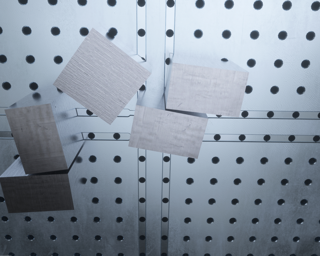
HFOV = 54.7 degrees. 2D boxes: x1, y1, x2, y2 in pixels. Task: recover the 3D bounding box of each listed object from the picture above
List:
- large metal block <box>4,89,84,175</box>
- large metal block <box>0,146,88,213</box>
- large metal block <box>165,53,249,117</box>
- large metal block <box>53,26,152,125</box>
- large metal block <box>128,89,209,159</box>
[{"bbox_3d":[-0.137,0.000,0.382,0.050,0.080,0.079,-8,110,2],"label":"large metal block"},{"bbox_3d":[-0.146,0.065,0.406,0.081,0.080,0.050,-3,110,1],"label":"large metal block"},{"bbox_3d":[0.049,-0.053,0.365,0.081,0.080,0.050,7,110,-3],"label":"large metal block"},{"bbox_3d":[-0.066,-0.064,0.375,0.080,0.050,0.080,37,106,-13],"label":"large metal block"},{"bbox_3d":[0.008,-0.009,0.381,0.081,0.080,0.050,11,110,-4],"label":"large metal block"}]
